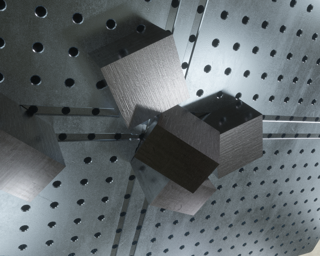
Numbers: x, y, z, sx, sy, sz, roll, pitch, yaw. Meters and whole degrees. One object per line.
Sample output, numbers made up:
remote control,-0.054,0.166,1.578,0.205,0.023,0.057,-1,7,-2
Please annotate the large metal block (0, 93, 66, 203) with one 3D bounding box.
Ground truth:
large metal block,-0.148,0.015,0.304,0.050,0.080,0.080,-45,129,3

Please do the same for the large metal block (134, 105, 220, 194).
large metal block,0.024,0.019,0.374,0.080,0.080,0.050,33,117,-5

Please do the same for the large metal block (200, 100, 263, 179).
large metal block,0.103,0.016,0.461,0.080,0.050,0.080,-24,127,-14

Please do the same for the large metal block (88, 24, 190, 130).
large metal block,-0.021,-0.058,0.347,0.080,0.050,0.080,-28,128,-10

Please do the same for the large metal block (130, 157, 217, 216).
large metal block,0.016,0.065,0.421,0.080,0.080,0.050,24,111,-37
